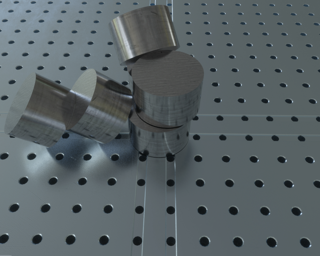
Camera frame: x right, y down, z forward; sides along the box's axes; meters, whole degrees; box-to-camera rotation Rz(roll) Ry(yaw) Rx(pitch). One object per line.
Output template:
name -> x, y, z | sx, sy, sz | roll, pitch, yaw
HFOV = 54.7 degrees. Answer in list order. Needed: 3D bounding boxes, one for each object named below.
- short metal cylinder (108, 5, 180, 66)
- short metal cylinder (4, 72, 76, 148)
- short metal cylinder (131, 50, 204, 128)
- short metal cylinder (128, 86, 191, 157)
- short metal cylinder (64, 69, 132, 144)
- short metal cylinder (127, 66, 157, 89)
short metal cylinder -> -0.020, -0.116, 0.395 | 0.081, 0.080, 0.050 | -19, 96, -15
short metal cylinder -> -0.147, -0.021, 0.380 | 0.050, 0.080, 0.080 | 26, 39, -35
short metal cylinder -> 0.009, -0.047, 0.363 | 0.081, 0.050, 0.080 | 0, 50, 0
short metal cylinder -> -0.001, -0.009, 0.398 | 0.081, 0.050, 0.080 | 0, 50, 0
short metal cylinder -> -0.079, -0.026, 0.384 | 0.050, 0.080, 0.080 | 26, 39, -35
short metal cylinder -> -0.005, -0.071, 0.450 | 0.081, 0.050, 0.080 | 0, 50, 0
